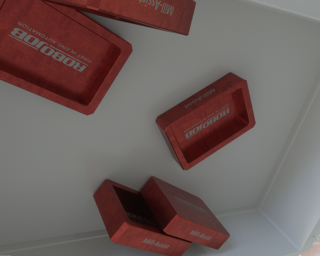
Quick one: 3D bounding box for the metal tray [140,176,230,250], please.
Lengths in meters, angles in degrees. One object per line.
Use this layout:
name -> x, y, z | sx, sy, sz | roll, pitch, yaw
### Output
metal tray -> 0.039, 0.129, 0.469 | 0.130, 0.090, 0.030 | 32, 100, -39

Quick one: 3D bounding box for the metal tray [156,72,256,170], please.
metal tray -> 0.069, -0.008, 0.439 | 0.131, 0.030, 0.090 | -32, 129, -8

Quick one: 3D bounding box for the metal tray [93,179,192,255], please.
metal tray -> -0.023, 0.128, 0.434 | 0.130, 0.090, 0.030 | 32, 100, -39

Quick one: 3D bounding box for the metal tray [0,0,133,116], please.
metal tray -> -0.104, -0.076, 0.301 | 0.131, 0.030, 0.090 | 25, 105, -37

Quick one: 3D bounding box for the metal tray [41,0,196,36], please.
metal tray -> -0.039, -0.104, 0.244 | 0.131, 0.090, 0.030 | -15, 122, -59
